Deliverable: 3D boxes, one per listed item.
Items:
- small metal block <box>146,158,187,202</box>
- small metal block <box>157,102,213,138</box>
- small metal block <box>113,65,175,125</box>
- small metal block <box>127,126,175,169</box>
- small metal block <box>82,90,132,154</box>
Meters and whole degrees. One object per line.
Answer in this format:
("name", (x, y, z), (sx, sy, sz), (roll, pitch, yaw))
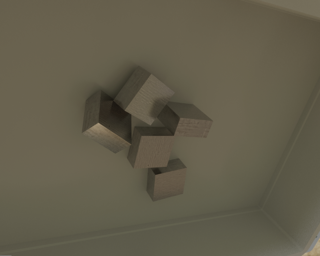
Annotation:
("small metal block", (0.009, 0.077, 0.461), (0.050, 0.025, 0.050), (-9, 123, -24))
("small metal block", (0.032, -0.012, 0.402), (0.050, 0.050, 0.025), (4, 116, -31))
("small metal block", (-0.018, -0.037, 0.367), (0.050, 0.025, 0.050), (-54, 141, 4))
("small metal block", (-0.012, 0.026, 0.418), (0.050, 0.025, 0.050), (1, 118, -29))
("small metal block", (-0.059, -0.007, 0.352), (0.025, 0.050, 0.050), (-30, 134, 26))
